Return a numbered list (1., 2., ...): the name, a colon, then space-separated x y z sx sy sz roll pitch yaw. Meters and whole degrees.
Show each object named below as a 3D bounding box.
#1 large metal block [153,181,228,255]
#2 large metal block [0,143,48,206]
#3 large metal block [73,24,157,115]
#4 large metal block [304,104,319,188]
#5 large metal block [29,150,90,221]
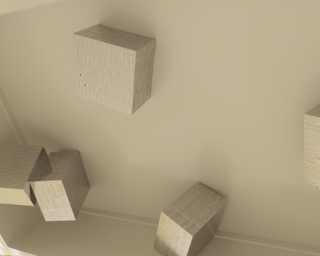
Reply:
1. large metal block: 0.041 0.134 0.427 0.050 0.081 0.079 32 131 29
2. large metal block: -0.230 0.072 0.489 0.080 0.080 0.050 4 138 4
3. large metal block: -0.055 -0.072 0.377 0.080 0.050 0.079 19 126 17
4. large metal block: 0.186 0.022 0.287 0.080 0.050 0.080 23 134 51
5. large metal block: -0.159 0.093 0.507 0.050 0.080 0.079 -4 118 8
